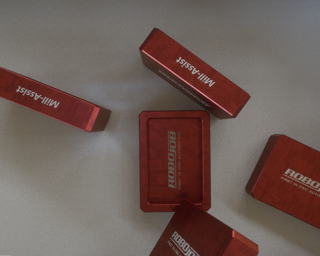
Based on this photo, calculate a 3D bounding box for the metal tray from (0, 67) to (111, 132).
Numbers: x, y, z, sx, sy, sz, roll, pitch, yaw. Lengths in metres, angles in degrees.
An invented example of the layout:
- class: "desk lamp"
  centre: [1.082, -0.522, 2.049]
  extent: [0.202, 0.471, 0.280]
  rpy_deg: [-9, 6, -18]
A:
- class: "metal tray"
  centre: [-0.131, -0.033, 0.377]
  extent: [0.131, 0.090, 0.030]
  rpy_deg: [22, 90, 0]

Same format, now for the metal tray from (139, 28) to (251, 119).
- class: "metal tray"
  centre: [0.038, -0.061, 0.378]
  extent: [0.130, 0.090, 0.030]
  rpy_deg: [36, 90, 0]

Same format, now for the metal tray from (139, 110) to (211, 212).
- class: "metal tray"
  centre: [0.019, 0.042, 0.408]
  extent: [0.091, 0.030, 0.129]
  rpy_deg: [-1, 90, 0]

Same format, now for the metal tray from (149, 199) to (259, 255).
- class: "metal tray"
  centre: [0.035, 0.133, 0.321]
  extent: [0.030, 0.130, 0.090]
  rpy_deg: [34, 81, -13]

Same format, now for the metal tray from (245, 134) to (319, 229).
- class: "metal tray"
  centre: [0.193, 0.074, 0.410]
  extent: [0.131, 0.030, 0.090]
  rpy_deg: [26, 90, 0]
